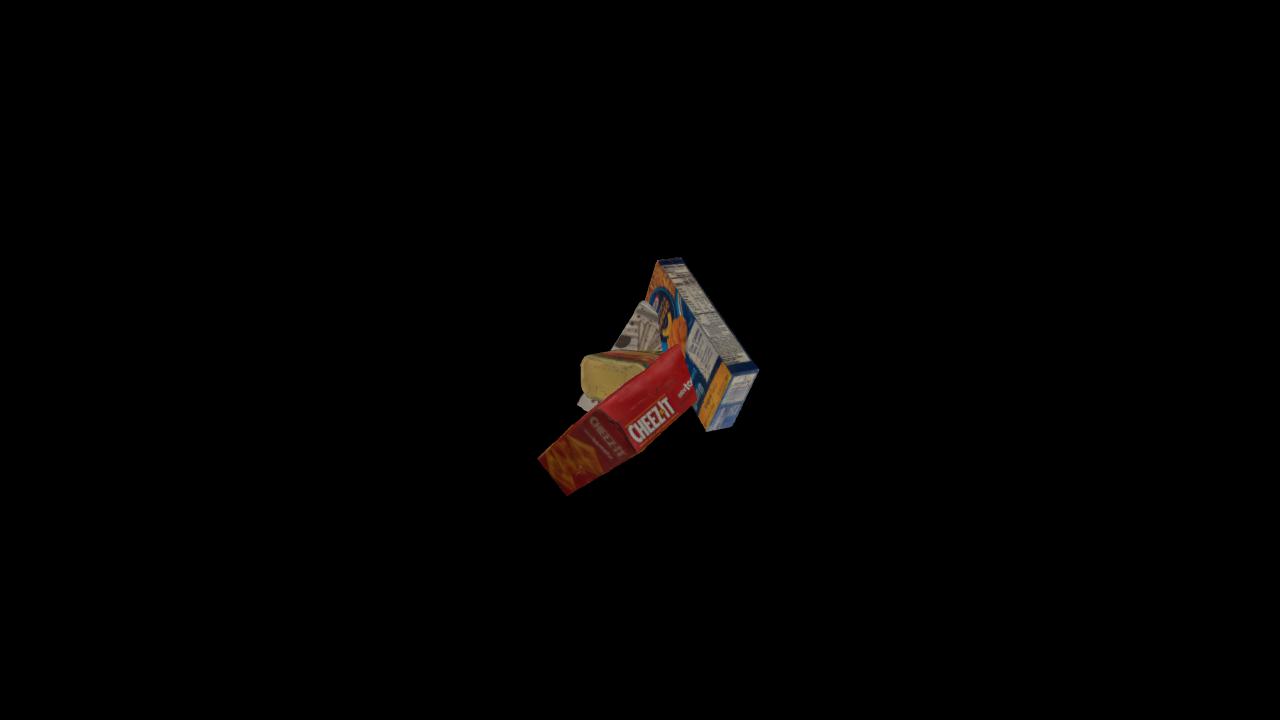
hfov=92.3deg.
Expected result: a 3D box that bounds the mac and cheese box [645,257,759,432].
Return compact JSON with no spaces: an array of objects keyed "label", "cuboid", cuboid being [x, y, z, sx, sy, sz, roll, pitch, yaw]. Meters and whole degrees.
[{"label":"mac and cheese box","cuboid":[0.060,-0.021,0.685,0.041,0.184,0.093,-10,-41,-24]}]

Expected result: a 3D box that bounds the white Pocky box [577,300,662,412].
[{"label":"white Pocky box","cuboid":[-0.003,0.013,0.744,0.084,0.154,0.028,33,17,2]}]

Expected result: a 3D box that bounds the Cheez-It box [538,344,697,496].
[{"label":"Cheez-It box","cuboid":[-0.015,0.068,0.738,0.166,0.071,0.223,-39,-1,-35]}]

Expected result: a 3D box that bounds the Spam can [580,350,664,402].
[{"label":"Spam can","cuboid":[-0.006,0.019,0.707,0.101,0.058,0.085,10,14,37]}]
